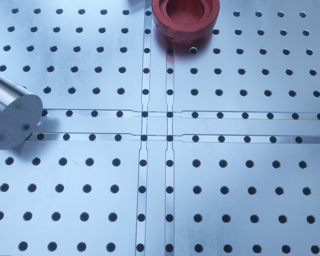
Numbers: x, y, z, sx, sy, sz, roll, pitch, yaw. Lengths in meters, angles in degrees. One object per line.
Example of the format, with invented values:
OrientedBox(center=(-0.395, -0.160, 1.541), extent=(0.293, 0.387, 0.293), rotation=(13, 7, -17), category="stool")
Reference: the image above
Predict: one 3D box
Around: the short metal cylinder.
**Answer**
OrientedBox(center=(-0.196, -0.019, 0.388), extent=(0.050, 0.080, 0.080), rotation=(31, 73, 10), category="short metal cylinder")

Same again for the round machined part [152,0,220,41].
OrientedBox(center=(0.037, -0.172, 0.466), extent=(0.099, 0.042, 0.098), rotation=(0, 70, 0), category="round machined part")
